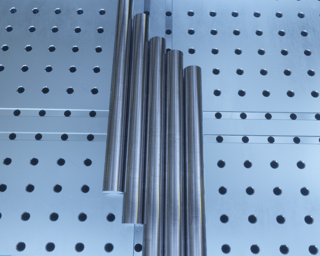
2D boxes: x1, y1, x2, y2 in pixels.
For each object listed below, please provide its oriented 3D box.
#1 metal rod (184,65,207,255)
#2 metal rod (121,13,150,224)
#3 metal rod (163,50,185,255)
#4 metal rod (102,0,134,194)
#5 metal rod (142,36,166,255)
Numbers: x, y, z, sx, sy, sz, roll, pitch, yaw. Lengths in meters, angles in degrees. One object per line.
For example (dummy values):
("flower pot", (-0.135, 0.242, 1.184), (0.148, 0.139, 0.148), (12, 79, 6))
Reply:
("metal rod", (0.044, 0.057, 0.390), (0.025, 0.025, 0.299), (1, 70, 0))
("metal rod", (-0.030, -0.026, 0.420), (0.025, 0.025, 0.299), (1, 70, 0))
("metal rod", (0.019, 0.033, 0.399), (0.025, 0.025, 0.299), (1, 70, 0))
("metal rod", (-0.056, -0.061, 0.433), (0.025, 0.025, 0.299), (1, 70, 0))
("metal rod", (-0.006, 0.012, 0.406), (0.025, 0.025, 0.299), (1, 70, 0))
